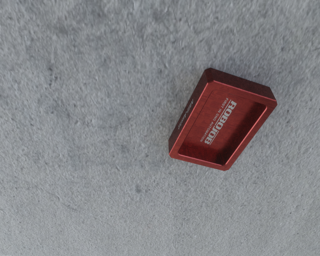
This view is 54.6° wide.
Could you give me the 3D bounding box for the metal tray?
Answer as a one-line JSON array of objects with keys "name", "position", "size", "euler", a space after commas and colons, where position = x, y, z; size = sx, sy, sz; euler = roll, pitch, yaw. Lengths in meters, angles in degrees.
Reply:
[{"name": "metal tray", "position": [0.075, -0.005, 0.399], "size": [0.091, 0.030, 0.129], "euler": [15, 129, -13]}]
